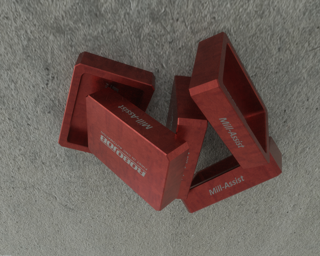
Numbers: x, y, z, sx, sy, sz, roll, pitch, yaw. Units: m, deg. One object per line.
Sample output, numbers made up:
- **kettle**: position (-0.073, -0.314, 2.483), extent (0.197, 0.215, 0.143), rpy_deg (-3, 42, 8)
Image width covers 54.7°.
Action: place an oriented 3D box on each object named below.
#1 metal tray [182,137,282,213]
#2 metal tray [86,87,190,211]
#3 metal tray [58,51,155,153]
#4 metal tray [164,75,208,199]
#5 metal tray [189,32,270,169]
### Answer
- **metal tray**: position (0.097, 0.062, 0.420), extent (0.130, 0.090, 0.030), rpy_deg (-31, 89, 23)
- **metal tray**: position (-0.032, 0.022, 0.353), extent (0.130, 0.030, 0.089), rpy_deg (36, 137, 28)
- **metal tray**: position (-0.069, -0.021, 0.387), extent (0.091, 0.030, 0.129), rpy_deg (15, 128, -13)
- **metal tray**: position (0.025, 0.013, 0.378), extent (0.030, 0.090, 0.129), rpy_deg (5, 131, -5)
- **metal tray**: position (0.082, -0.027, 0.341), extent (0.030, 0.090, 0.130), rpy_deg (-17, 130, 32)
